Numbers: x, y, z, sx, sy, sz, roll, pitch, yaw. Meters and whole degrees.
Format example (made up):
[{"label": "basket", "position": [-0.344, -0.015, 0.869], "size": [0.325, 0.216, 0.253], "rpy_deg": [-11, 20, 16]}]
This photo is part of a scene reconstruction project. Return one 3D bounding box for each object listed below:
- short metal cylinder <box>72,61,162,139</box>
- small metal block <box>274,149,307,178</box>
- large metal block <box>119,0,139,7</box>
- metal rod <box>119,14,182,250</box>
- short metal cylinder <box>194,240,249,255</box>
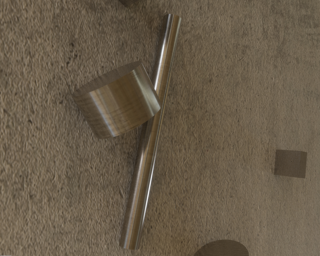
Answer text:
[{"label": "short metal cylinder", "position": [-0.045, -0.031, 0.331], "size": [0.080, 0.080, 0.050], "rpy_deg": [-40, 114, -33]}, {"label": "small metal block", "position": [0.252, 0.069, 0.600], "size": [0.025, 0.050, 0.050], "rpy_deg": [12, 83, -40]}, {"label": "large metal block", "position": [-0.033, -0.191, 0.340], "size": [0.080, 0.080, 0.050], "rpy_deg": [38, 67, -34]}, {"label": "metal rod", "position": [-0.010, -0.002, 0.395], "size": [0.025, 0.025, 0.299], "rpy_deg": [18, 79, -39]}, {"label": "short metal cylinder", "position": [0.093, 0.208, 0.447], "size": [0.081, 0.080, 0.050], "rpy_deg": [-27, 107, -37]}]
